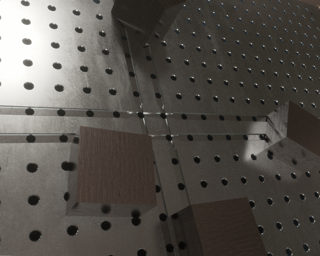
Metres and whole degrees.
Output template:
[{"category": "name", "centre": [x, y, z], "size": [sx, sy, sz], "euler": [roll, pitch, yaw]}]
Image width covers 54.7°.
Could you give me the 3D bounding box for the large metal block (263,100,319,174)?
[{"category": "large metal block", "centre": [0.222, 0.014, 0.506], "size": [0.080, 0.050, 0.080], "euler": [30, 52, -10]}]

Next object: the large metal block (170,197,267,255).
[{"category": "large metal block", "centre": [0.067, 0.129, 0.351], "size": [0.081, 0.050, 0.080], "euler": [1, 62, -28]}]

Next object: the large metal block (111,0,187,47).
[{"category": "large metal block", "centre": [-0.020, -0.188, 0.479], "size": [0.080, 0.080, 0.050], "euler": [49, 51, 5]}]

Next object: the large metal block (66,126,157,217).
[{"category": "large metal block", "centre": [-0.053, 0.050, 0.334], "size": [0.081, 0.050, 0.080], "euler": [9, 58, -24]}]
